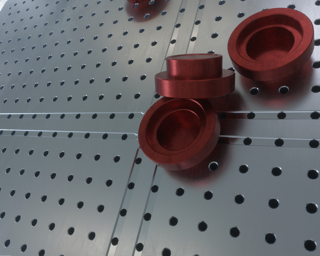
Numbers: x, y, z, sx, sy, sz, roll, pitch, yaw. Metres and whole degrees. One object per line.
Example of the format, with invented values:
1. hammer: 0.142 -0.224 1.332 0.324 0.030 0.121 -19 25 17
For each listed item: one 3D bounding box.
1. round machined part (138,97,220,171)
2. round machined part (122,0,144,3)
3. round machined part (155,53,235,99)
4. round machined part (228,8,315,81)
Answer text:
1. round machined part: 0.026 0.007 0.380 0.098 0.042 0.098 -13 56 21
2. round machined part: -0.045 -0.280 0.594 0.098 0.042 0.098 -13 56 21
3. round machined part: 0.043 -0.068 0.382 0.099 0.042 0.098 -3 18 1
4. round machined part: 0.138 -0.098 0.386 0.098 0.042 0.098 -13 56 21
